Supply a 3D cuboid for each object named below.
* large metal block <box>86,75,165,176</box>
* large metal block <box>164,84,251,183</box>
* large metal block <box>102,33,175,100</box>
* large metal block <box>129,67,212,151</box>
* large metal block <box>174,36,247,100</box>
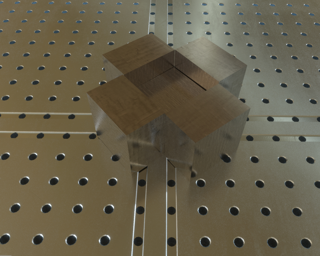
[{"bbox_3d":[-0.039,-0.003,0.374,0.050,0.080,0.080,-32,57,-24],"label":"large metal block"},{"bbox_3d":[0.053,0.007,0.368,0.080,0.080,0.050,-30,56,-23],"label":"large metal block"},{"bbox_3d":[-0.027,-0.073,0.434,0.080,0.080,0.050,-31,57,-24],"label":"large metal block"},{"bbox_3d":[0.014,-0.025,0.411,0.080,0.050,0.080,-32,56,-22],"label":"large metal block"},{"bbox_3d":[0.064,-0.065,0.428,0.050,0.080,0.080,-31,57,-24],"label":"large metal block"}]
